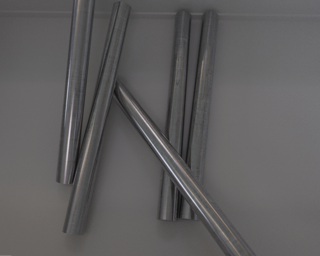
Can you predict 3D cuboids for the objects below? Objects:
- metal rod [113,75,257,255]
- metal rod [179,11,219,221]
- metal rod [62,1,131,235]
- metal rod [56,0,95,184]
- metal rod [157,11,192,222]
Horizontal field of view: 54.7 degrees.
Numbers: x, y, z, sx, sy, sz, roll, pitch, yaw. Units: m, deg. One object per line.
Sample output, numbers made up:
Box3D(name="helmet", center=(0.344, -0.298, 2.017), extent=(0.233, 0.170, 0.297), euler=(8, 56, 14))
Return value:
Box3D(name="metal rod", center=(0.008, 0.032, 0.370), extent=(0.025, 0.025, 0.300), euler=(-32, 63, -11))
Box3D(name="metal rod", center=(0.056, -0.030, 0.420), extent=(0.025, 0.025, 0.299), euler=(8, 70, 3))
Box3D(name="metal rod", center=(-0.077, -0.021, 0.393), extent=(0.025, 0.025, 0.299), euler=(9, 79, 3))
Box3D(name="metal rod", center=(-0.099, -0.081, 0.374), extent=(0.025, 0.025, 0.298), euler=(7, 95, 2))
Box3D(name="metal rod", center=(0.022, -0.030, 0.420), extent=(0.025, 0.025, 0.299), euler=(5, 70, 2))
